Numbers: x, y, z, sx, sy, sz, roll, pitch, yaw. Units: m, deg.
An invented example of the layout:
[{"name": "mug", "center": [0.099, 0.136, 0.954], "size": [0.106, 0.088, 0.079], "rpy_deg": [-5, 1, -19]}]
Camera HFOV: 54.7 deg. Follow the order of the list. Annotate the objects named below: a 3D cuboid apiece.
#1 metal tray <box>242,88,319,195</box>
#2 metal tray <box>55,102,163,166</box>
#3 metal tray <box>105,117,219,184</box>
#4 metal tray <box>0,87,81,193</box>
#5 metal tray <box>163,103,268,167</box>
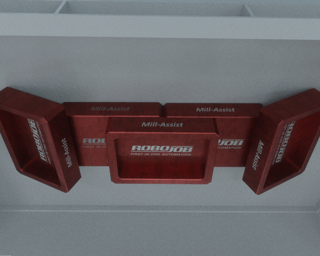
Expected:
[{"name": "metal tray", "center": [0.160, 0.020, 0.397], "size": [0.091, 0.030, 0.129], "rpy_deg": [-19, 134, -21]}, {"name": "metal tray", "center": [-0.062, 0.010, 0.413], "size": [0.131, 0.030, 0.089], "rpy_deg": [0, 130, 0]}, {"name": "metal tray", "center": [0.002, 0.030, 0.390], "size": [0.131, 0.030, 0.089], "rpy_deg": [1, 130, -1]}, {"name": "metal tray", "center": [-0.155, 0.018, 0.394], "size": [0.090, 0.030, 0.129], "rpy_deg": [17, 133, 19]}, {"name": "metal tray", "center": [0.069, 0.011, 0.415], "size": [0.131, 0.030, 0.089], "rpy_deg": [0, 130, 0]}]
